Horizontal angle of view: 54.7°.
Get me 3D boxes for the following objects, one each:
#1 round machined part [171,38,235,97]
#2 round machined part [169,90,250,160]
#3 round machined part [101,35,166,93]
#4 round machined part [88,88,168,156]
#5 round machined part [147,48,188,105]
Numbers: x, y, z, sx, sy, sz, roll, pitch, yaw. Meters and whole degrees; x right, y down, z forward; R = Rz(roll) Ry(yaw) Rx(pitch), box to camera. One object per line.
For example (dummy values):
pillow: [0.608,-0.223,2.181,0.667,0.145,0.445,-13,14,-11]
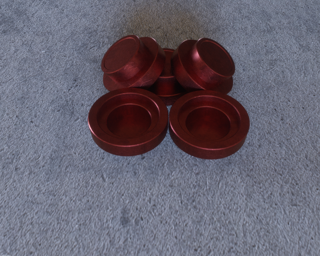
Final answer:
round machined part: [0.068,-0.089,0.441,0.099,0.042,0.098,19,52,-25]
round machined part: [0.060,0.000,0.394,0.099,0.042,0.098,0,50,0]
round machined part: [-0.044,-0.093,0.440,0.098,0.042,0.098,-21,49,26]
round machined part: [-0.039,-0.003,0.396,0.099,0.042,0.098,0,50,0]
round machined part: [0.007,-0.082,0.462,0.099,0.042,0.098,0,50,0]
